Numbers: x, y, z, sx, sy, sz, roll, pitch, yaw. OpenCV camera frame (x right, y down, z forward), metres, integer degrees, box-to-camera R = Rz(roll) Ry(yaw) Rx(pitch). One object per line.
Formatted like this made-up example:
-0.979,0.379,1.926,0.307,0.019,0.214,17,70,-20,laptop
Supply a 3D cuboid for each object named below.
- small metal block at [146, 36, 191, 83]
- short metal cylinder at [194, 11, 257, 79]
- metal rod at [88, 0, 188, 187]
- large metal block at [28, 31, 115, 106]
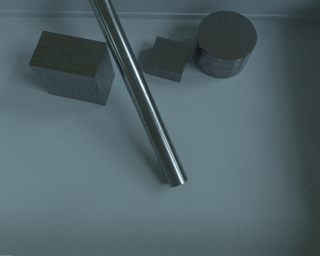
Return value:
0.013,-0.098,0.446,0.050,0.025,0.050,16,71,5,small metal block
0.090,-0.118,0.441,0.081,0.050,0.080,0,70,0,short metal cylinder
-0.036,-0.068,0.380,0.025,0.025,0.299,-24,93,-9,metal rod
-0.110,-0.075,0.407,0.080,0.080,0.050,12,71,4,large metal block
